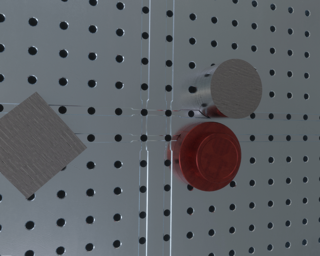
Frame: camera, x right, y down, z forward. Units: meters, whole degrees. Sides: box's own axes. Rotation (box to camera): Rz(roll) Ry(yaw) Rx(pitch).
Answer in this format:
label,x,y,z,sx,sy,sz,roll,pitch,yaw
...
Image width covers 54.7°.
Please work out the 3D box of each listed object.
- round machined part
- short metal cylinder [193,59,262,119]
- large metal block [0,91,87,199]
label,x,y,z,sx,sy,sz,roll,pitch,yaw
round machined part,0.072,0.040,0.430,0.099,0.042,0.097,0,90,-20
short metal cylinder,0.094,-0.052,0.434,0.081,0.050,0.079,0,90,-20
large metal block,-0.142,0.018,0.347,0.080,0.050,0.080,-42,104,-15
